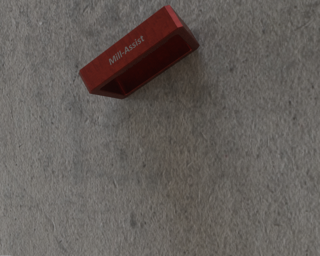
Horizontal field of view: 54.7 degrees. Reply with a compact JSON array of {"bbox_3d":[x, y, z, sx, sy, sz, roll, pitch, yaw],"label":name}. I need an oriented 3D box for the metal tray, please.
[{"bbox_3d":[-0.022,-0.085,0.381,0.130,0.090,0.030,-32,80,17],"label":"metal tray"}]
